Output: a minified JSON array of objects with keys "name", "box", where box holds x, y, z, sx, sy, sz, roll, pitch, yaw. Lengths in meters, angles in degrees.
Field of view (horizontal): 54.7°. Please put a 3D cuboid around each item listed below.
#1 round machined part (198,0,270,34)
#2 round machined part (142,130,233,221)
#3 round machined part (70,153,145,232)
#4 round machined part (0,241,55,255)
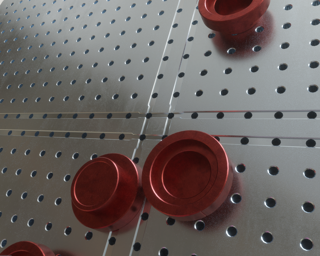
[{"name":"round machined part","box":[0.108,-0.175,0.447,0.098,0.042,0.098,-13,56,20]},{"name":"round machined part","box":[0.033,0.055,0.346,0.098,0.042,0.098,-13,56,20]},{"name":"round machined part","box":[-0.071,0.075,0.387,0.098,0.042,0.098,-13,56,20]},{"name":"round machined part","box":[-0.157,0.187,0.363,0.098,0.042,0.098,-13,56,20]}]
